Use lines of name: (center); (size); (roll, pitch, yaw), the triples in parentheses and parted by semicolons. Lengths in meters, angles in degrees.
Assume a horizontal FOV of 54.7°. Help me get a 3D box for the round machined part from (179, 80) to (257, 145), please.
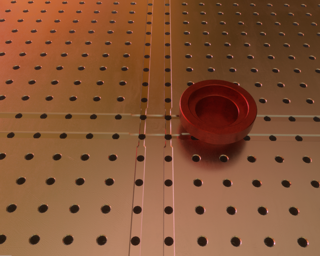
round machined part: (0.074, -0.017, 0.412); (0.099, 0.042, 0.098); (0, 50, 0)
